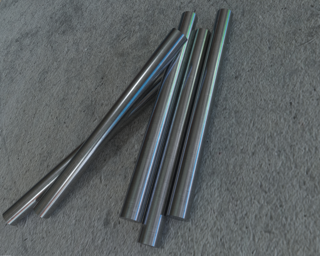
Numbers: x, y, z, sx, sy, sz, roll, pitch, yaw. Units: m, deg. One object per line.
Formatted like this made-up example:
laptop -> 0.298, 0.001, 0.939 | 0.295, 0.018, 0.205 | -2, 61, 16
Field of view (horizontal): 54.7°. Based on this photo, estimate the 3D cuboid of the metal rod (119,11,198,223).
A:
metal rod -> 0.006, -0.032, 0.397 | 0.025, 0.025, 0.300 | 2, 63, 29

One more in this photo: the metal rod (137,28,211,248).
metal rod -> 0.025, -0.006, 0.393 | 0.025, 0.025, 0.300 | 2, 62, 29

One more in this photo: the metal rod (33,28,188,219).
metal rod -> -0.066, -0.004, 0.409 | 0.299, 0.025, 0.025 | -52, 52, 3

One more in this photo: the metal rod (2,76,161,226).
metal rod -> -0.098, 0.027, 0.437 | 0.300, 0.025, 0.025 | -42, 51, -1

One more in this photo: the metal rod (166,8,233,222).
metal rod -> 0.057, -0.034, 0.394 | 0.025, 0.025, 0.300 | 2, 62, 29
